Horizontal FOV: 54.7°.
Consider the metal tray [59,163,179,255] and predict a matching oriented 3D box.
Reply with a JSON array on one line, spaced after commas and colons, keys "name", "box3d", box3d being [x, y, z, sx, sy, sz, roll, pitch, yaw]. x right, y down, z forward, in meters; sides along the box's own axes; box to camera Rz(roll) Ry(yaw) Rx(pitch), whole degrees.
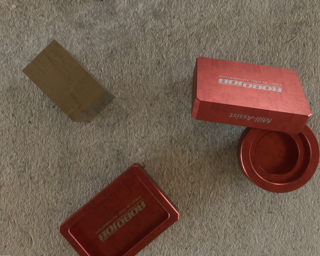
[{"name": "metal tray", "box3d": [-0.052, 0.120, 0.406, 0.130, 0.030, 0.090, -40, 91, -1]}]

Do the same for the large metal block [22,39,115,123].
[{"name": "large metal block", "box3d": [-0.106, -0.053, 0.381, 0.050, 0.080, 0.080, -45, 91, 0]}]

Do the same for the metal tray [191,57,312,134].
[{"name": "metal tray", "box3d": [0.107, -0.043, 0.381, 0.131, 0.030, 0.090, 8, 46, -1]}]

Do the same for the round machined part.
[{"name": "round machined part", "box3d": [0.149, 0.032, 0.404, 0.099, 0.042, 0.097, 0, 90, -1]}]
